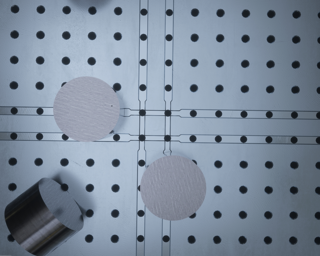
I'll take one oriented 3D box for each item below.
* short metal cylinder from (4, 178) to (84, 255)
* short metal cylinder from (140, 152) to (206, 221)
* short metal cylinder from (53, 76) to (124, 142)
[{"bbox_3d":[-0.141,0.109,0.384,0.050,0.080,0.080,-38,90,0],"label":"short metal cylinder"},{"bbox_3d":[0.016,0.073,0.401,0.081,0.050,0.079,0,90,-1],"label":"short metal cylinder"},{"bbox_3d":[-0.089,-0.023,0.400,0.081,0.050,0.079,0,90,-1],"label":"short metal cylinder"}]
